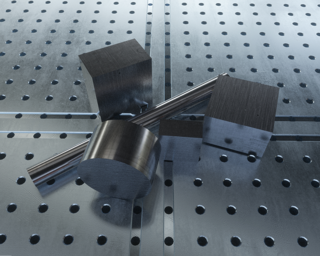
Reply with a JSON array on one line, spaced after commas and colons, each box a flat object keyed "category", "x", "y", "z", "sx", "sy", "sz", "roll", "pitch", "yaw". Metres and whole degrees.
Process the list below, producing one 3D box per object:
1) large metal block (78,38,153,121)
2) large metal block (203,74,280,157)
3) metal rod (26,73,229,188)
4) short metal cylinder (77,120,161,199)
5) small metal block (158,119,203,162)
[{"category": "large metal block", "x": -0.058, "y": -0.066, "z": 0.428, "sx": 0.081, "sy": 0.080, "sz": 0.050, "roll": -23, "pitch": 54, "yaw": -18}, {"category": "large metal block", "x": 0.104, "y": -0.018, "z": 0.404, "sx": 0.080, "sy": 0.050, "sz": 0.080, "roll": 15, "pitch": 52, "yaw": 12}, {"category": "metal rod", "x": -0.024, "y": -0.007, "z": 0.413, "sx": 0.302, "sy": 0.025, "sz": 0.025, "roll": -28, "pitch": 56, "yaw": -22}, {"category": "short metal cylinder", "x": -0.043, "y": 0.036, "z": 0.340, "sx": 0.080, "sy": 0.080, "sz": 0.050, "roll": 9, "pitch": 51, "yaw": 7}, {"category": "small metal block", "x": 0.024, "y": 0.016, "z": 0.378, "sx": 0.050, "sy": 0.050, "sz": 0.025, "roll": 4, "pitch": 50, "yaw": 3}]
